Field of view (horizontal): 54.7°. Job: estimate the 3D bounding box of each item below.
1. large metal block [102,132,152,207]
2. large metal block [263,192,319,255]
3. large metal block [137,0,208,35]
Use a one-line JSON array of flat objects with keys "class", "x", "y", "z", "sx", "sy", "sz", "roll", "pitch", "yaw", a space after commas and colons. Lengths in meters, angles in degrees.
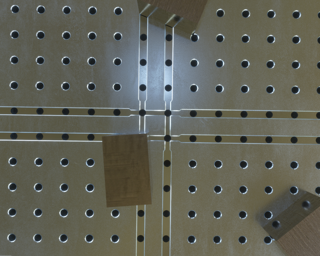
[{"class": "large metal block", "x": -0.037, "y": 0.047, "z": 0.385, "sx": 0.050, "sy": 0.080, "sz": 0.079, "roll": -4, "pitch": 90, "yaw": 0}, {"class": "large metal block", "x": 0.199, "y": 0.144, "z": 0.404, "sx": 0.080, "sy": 0.050, "sz": 0.080, "roll": -39, "pitch": 91, "yaw": 0}, {"class": "large metal block", "x": 0.024, "y": -0.179, "z": 0.401, "sx": 0.080, "sy": 0.050, "sz": 0.080, "roll": 22, "pitch": 90, "yaw": -1}]
